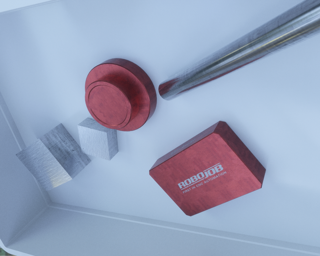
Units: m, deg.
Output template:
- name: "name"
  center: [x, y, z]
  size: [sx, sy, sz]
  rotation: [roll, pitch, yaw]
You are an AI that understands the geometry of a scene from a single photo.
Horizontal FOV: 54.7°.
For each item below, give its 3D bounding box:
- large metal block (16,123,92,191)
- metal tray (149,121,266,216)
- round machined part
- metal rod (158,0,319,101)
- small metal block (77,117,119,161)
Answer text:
- name: "large metal block"
  center: [-0.176, 0.050, 0.514]
  size: [0.080, 0.050, 0.080]
  rotation: [-27, 104, 37]
- name: "metal tray"
  center: [0.059, 0.059, 0.410]
  size: [0.090, 0.030, 0.130]
  rotation: [49, 128, -7]
- name: "round machined part"
  center: [-0.057, -0.037, 0.403]
  size: [0.098, 0.042, 0.097]
  rotation: [13, 124, 20]
- name: "metal rod"
  center: [0.080, -0.068, 0.247]
  size: [0.025, 0.025, 0.299]
  rotation: [54, 152, -11]
- name: "small metal block"
  center: [-0.092, 0.016, 0.465]
  size: [0.050, 0.025, 0.050]
  rotation: [13, 124, 20]
